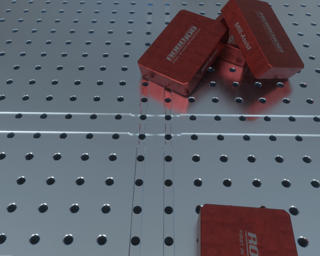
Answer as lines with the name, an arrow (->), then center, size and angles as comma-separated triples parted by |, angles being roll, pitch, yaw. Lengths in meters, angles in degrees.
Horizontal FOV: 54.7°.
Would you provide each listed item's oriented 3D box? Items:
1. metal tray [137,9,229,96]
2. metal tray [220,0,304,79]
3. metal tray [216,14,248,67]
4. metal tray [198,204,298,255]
metal tray -> 0.038, -0.122, 0.485 | 0.090, 0.030, 0.130 | 28, 69, 22
metal tray -> 0.157, -0.138, 0.475 | 0.091, 0.030, 0.130 | -7, 68, -35
metal tray -> 0.138, -0.167, 0.546 | 0.090, 0.030, 0.131 | 26, 55, 20
metal tray -> 0.082, 0.140, 0.288 | 0.091, 0.030, 0.130 | 4, 50, 3
